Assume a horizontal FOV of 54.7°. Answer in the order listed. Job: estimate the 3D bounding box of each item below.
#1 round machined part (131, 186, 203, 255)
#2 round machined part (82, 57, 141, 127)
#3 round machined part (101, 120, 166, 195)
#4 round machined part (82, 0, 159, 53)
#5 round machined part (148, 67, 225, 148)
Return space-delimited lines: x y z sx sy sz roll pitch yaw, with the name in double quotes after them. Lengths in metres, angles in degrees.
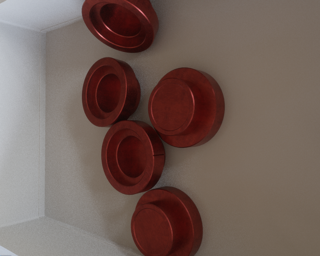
0.001 0.126 0.393 0.098 0.042 0.097 0 90 39 "round machined part"
-0.066 -0.049 0.445 0.098 0.042 0.097 -3 85 41 "round machined part"
-0.031 0.038 0.419 0.098 0.042 0.097 1 91 40 "round machined part"
-0.048 -0.148 0.407 0.098 0.098 0.042 -3 57 39 "round machined part"
0.024 -0.025 0.374 0.098 0.042 0.097 0 90 39 "round machined part"
